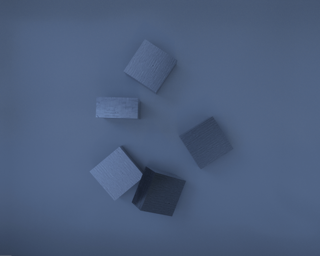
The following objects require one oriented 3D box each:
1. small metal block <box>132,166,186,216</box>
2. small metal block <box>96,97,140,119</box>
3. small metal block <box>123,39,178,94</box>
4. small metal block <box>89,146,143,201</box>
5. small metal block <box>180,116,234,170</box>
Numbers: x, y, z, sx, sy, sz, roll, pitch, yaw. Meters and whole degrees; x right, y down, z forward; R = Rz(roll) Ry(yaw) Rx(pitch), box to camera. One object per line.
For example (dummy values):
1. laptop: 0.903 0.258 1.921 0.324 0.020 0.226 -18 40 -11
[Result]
1. small metal block: -0.001 0.082 0.400 0.050 0.025 0.050 21 90 -33
2. small metal block: -0.052 -0.025 0.398 0.050 0.050 0.025 2 90 0
3. small metal block: -0.012 -0.080 0.411 0.050 0.025 0.050 34 90 0
4. small metal block: -0.055 0.059 0.411 0.050 0.025 0.050 -40 90 0
5. small metal block: 0.060 0.019 0.412 0.050 0.025 0.050 -33 90 0
